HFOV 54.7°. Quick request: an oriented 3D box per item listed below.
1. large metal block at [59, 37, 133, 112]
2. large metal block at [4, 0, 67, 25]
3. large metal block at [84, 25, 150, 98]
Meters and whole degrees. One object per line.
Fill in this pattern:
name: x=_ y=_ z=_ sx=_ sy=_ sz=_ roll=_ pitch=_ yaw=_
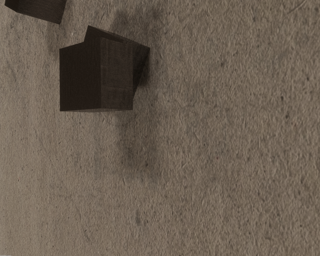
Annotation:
large metal block: x=-0.081 y=-0.061 z=0.388 sx=0.080 sy=0.050 sz=0.079 roll=-1 pitch=90 yaw=39
large metal block: x=-0.212 y=-0.236 z=0.541 sx=0.050 sy=0.081 sz=0.079 roll=34 pitch=111 yaw=34
large metal block: x=-0.071 y=-0.093 z=0.445 sx=0.080 sy=0.050 sz=0.079 roll=32 pitch=109 yaw=35
